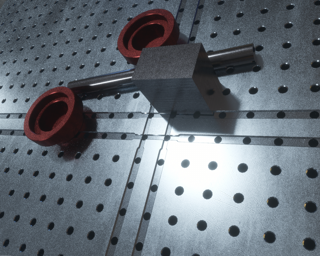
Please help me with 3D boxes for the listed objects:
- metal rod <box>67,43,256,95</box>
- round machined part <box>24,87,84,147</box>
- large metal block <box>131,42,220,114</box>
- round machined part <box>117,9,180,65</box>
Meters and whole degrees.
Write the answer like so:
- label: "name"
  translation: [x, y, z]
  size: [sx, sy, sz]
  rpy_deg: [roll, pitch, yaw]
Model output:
- label: "metal rod"
  translation: [-0.013, -0.082, 0.465]
  size: [0.300, 0.025, 0.025]
  rpy_deg: [-7, 59, 24]
- label: "round machined part"
  translation: [-0.162, -0.014, 0.491]
  size: [0.098, 0.042, 0.098]
  rpy_deg: [-13, 56, 21]
- label: "large metal block"
  translation: [0.023, -0.060, 0.398]
  size: [0.080, 0.080, 0.050]
  rpy_deg: [3, 63, 29]
- label: "round machined part"
  translation: [-0.014, -0.137, 0.489]
  size: [0.098, 0.042, 0.098]
  rpy_deg: [-13, 56, 21]
